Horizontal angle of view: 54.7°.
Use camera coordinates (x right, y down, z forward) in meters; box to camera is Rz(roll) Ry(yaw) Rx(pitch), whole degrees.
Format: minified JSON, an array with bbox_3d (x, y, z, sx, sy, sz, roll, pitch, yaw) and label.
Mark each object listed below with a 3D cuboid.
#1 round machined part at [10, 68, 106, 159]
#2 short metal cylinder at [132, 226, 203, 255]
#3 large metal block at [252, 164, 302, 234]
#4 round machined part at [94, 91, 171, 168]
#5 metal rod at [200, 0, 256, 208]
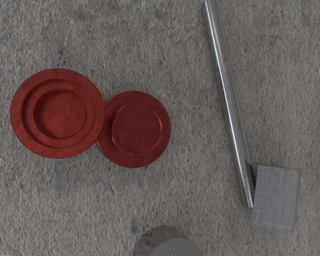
[{"bbox_3d":[-0.111,-0.015,0.352,0.099,0.042,0.097,0,88,-9],"label":"round machined part"},{"bbox_3d":[0.010,0.174,0.400,0.081,0.050,0.080,0,90,-20],"label":"short metal cylinder"},{"bbox_3d":[0.167,0.095,0.436,0.080,0.050,0.080,11,85,-63],"label":"large metal block"},{"bbox_3d":[-0.032,0.002,0.389,0.099,0.042,0.097,0,90,-20],"label":"round machined part"},{"bbox_3d":[0.102,-0.032,0.447,0.025,0.025,0.298,-15,95,-20],"label":"metal rod"}]
